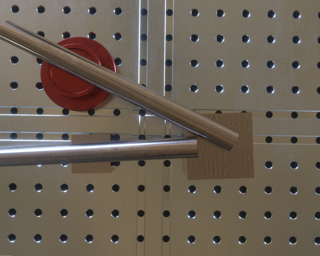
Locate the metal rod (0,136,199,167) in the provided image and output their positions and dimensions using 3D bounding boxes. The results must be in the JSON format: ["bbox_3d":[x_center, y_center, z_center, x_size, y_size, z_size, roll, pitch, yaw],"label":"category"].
[{"bbox_3d":[-0.104,0.032,0.385,0.301,0.025,0.025,-4,90,10],"label":"metal rod"}]

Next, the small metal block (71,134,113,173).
[{"bbox_3d":[-0.089,0.034,0.413,0.050,0.025,0.050,0,90,-1],"label":"small metal block"}]

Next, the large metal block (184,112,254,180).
[{"bbox_3d":[0.072,0.022,0.399,0.081,0.050,0.079,-2,90,-1],"label":"large metal block"}]

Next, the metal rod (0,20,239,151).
[{"bbox_3d":[-0.049,-0.050,0.364,0.301,0.025,0.025,26,90,2],"label":"metal rod"}]

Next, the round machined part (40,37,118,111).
[{"bbox_3d":[-0.107,-0.071,0.403,0.099,0.042,0.097,0,90,-1],"label":"round machined part"}]
